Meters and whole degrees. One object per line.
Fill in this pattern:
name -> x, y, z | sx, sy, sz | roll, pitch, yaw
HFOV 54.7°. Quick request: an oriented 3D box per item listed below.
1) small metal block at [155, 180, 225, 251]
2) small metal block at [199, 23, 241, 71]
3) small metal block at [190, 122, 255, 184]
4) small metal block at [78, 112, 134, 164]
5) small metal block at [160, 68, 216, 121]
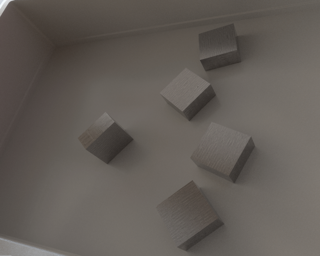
small metal block -> 0.031, 0.093, 0.331 | 0.050, 0.025, 0.050 | -37, 51, 3
small metal block -> 0.082, -0.112, 0.430 | 0.050, 0.025, 0.050 | -12, 57, 21
small metal block -> 0.071, 0.027, 0.351 | 0.050, 0.025, 0.050 | 23, 74, 36
small metal block -> -0.072, 0.014, 0.417 | 0.050, 0.050, 0.025 | -44, 51, -2
small metal block -> 0.037, -0.045, 0.413 | 0.050, 0.025, 0.050 | -44, 51, -3
